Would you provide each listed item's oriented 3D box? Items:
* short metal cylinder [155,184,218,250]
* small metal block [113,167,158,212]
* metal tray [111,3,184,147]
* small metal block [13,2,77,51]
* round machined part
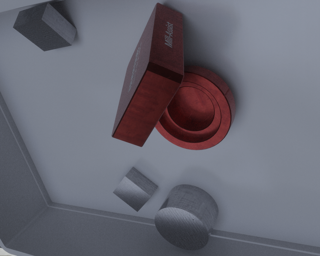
[{"bbox_3d":[0.039,0.130,0.451,0.080,0.050,0.079,13,124,20],"label":"short metal cylinder"},{"bbox_3d":[-0.039,0.097,0.487,0.050,0.025,0.050,38,129,2],"label":"small metal block"},{"bbox_3d":[-0.011,-0.056,0.310,0.030,0.130,0.089,21,130,-15],"label":"metal tray"},{"bbox_3d":[-0.143,-0.125,0.388,0.050,0.025,0.050,-2,156,29],"label":"small metal block"},{"bbox_3d":[0.039,-0.026,0.360,0.098,0.042,0.097,13,124,20],"label":"round machined part"}]
